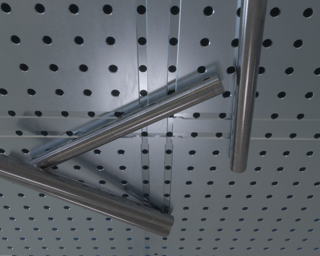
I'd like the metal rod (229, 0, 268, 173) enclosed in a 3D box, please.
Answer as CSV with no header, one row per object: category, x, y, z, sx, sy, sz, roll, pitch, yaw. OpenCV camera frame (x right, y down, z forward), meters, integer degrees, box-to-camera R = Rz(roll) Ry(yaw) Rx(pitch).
metal rod,0.102,-0.055,0.364,0.025,0.025,0.298,-4,130,3

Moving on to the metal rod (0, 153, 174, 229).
metal rod,-0.098,0.106,0.480,0.301,0.025,0.025,28,125,-30

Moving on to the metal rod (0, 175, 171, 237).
metal rod,-0.112,0.126,0.517,0.301,0.025,0.025,27,125,-22

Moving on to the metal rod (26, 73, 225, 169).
metal rod,-0.059,0.002,0.412,0.300,0.025,0.025,-23,127,18
